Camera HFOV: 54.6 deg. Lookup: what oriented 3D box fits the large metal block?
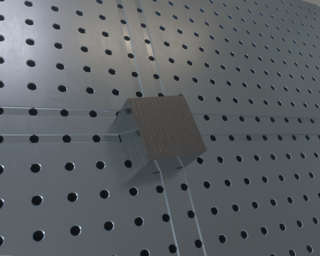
[{"bbox_3d":[-0.001,0.008,0.386,0.081,0.050,0.080,-7,65,-31],"label":"large metal block"}]
